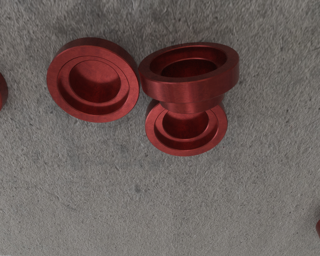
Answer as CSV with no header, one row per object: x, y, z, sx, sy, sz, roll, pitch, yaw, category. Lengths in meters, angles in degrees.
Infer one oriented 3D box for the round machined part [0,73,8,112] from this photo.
-0.235,-0.041,0.359,0.099,0.042,0.097,0,130,0,round machined part

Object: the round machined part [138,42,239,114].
0.030,-0.050,0.315,0.099,0.098,0.042,-7,124,5,round machined part

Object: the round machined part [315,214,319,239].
0.322,0.164,0.538,0.099,0.042,0.097,0,130,0,round machined part

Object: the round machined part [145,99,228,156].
0.031,-0.013,0.385,0.099,0.042,0.097,0,131,0,round machined part

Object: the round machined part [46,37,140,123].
-0.071,-0.056,0.347,0.099,0.042,0.097,0,130,0,round machined part
